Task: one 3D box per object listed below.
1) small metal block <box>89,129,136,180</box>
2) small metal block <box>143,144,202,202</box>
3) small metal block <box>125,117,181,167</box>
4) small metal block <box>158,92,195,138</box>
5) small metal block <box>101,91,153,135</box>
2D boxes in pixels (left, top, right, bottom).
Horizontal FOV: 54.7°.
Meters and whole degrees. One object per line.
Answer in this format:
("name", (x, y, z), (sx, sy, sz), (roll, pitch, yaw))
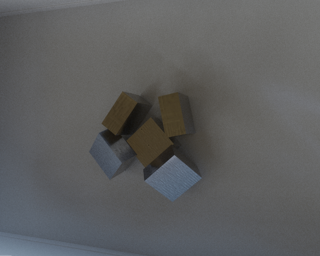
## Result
("small metal block", (-0.065, 0.034, 0.418), (0.050, 0.025, 0.050), (51, 138, 12))
("small metal block", (0.015, 0.057, 0.389), (0.050, 0.025, 0.050), (-43, 114, 14))
("small metal block", (-0.009, 0.021, 0.410), (0.050, 0.025, 0.050), (-44, 77, 14))
("small metal block", (0.022, -0.015, 0.386), (0.025, 0.050, 0.050), (-12, 86, 18))
("small metal block", (-0.042, -0.018, 0.409), (0.025, 0.050, 0.050), (38, 102, 16))
